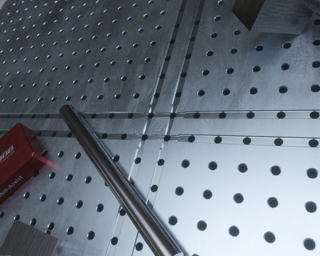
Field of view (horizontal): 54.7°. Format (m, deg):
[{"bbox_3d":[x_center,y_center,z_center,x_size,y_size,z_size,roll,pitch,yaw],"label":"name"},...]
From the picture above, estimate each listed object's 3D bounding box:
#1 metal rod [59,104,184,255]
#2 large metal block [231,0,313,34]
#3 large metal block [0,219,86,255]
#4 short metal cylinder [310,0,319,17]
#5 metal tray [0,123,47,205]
[{"bbox_3d":[-0.069,0.054,0.411,0.025,0.025,0.300,-44,51,-2],"label":"metal rod"},{"bbox_3d":[0.147,-0.164,0.375,0.081,0.079,0.050,-4,49,-22],"label":"large metal block"},{"bbox_3d":[-0.149,0.165,0.370,0.080,0.050,0.080,8,66,31],"label":"large metal block"},{"bbox_3d":[0.222,-0.151,0.349,0.080,0.080,0.050,-31,52,8],"label":"short metal cylinder"},{"bbox_3d":[-0.253,0.064,0.499,0.130,0.030,0.090,-43,51,-2],"label":"metal tray"}]
